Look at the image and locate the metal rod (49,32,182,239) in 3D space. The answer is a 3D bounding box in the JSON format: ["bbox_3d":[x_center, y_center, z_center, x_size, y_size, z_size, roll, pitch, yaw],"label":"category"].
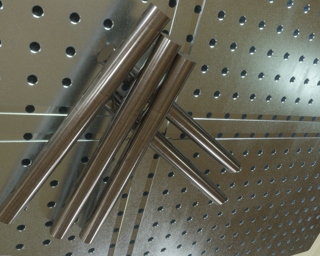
[{"bbox_3d":[-0.064,0.026,0.368,0.025,0.025,0.298,16,118,-35],"label":"metal rod"}]

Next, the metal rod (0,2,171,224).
[{"bbox_3d":[-0.093,-0.003,0.337,0.025,0.025,0.299,28,109,-38],"label":"metal rod"}]

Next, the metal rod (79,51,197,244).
[{"bbox_3d":[-0.039,0.041,0.390,0.025,0.025,0.298,12,120,-34],"label":"metal rod"}]

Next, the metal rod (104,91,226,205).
[{"bbox_3d":[0.022,0.044,0.452,0.025,0.025,0.300,-44,130,2],"label":"metal rod"}]

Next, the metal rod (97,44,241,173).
[{"bbox_3d":[0.033,-0.008,0.426,0.025,0.025,0.301,-48,130,5],"label":"metal rod"}]
